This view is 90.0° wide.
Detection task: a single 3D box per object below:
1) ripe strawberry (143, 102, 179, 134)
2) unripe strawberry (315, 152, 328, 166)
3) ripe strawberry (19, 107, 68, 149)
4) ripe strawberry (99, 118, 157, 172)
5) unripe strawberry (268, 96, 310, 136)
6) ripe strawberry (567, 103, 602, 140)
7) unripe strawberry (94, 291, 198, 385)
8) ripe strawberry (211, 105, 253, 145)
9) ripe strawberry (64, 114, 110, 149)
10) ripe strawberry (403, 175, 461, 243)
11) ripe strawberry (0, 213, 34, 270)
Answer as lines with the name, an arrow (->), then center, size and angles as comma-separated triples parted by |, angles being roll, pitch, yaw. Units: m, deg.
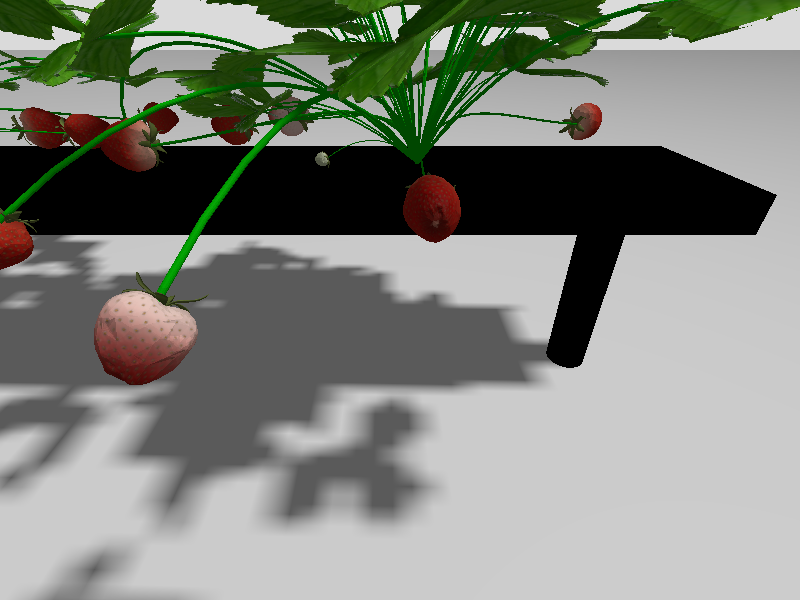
ripe strawberry -> -0.265, -0.203, 0.446 | 0.033, 0.032, 0.030 | -23, 40, -31
unripe strawberry -> -0.065, -0.116, 0.331 | 0.011, 0.011, 0.010 | -11, 34, -1
ripe strawberry -> -0.343, -0.168, 0.390 | 0.037, 0.037, 0.035 | -21, 39, -30
ripe strawberry -> -0.212, -0.121, 0.314 | 0.037, 0.039, 0.034 | -3, 34, -4
unripe strawberry -> -0.119, -0.195, 0.425 | 0.039, 0.039, 0.043 | 24, 40, 33
ripe strawberry -> 0.191, -0.182, 0.408 | 0.034, 0.036, 0.031 | -15, 36, -23
unripe strawberry -> -0.078, 0.012, 0.123 | 0.025, 0.027, 0.028 | 11, -15, 17
ripe strawberry -> -0.169, -0.175, 0.398 | 0.040, 0.039, 0.037 | 13, 35, 19
ripe strawberry -> -0.291, -0.159, 0.377 | 0.036, 0.031, 0.036 | -11, 35, -17
ripe strawberry -> 0.016, -0.045, 0.203 | 0.029, 0.033, 0.032 | 0, 34, -1
ripe strawberry -> -0.187, -0.025, 0.182 | 0.027, 0.030, 0.029 | 31, -4, 38
